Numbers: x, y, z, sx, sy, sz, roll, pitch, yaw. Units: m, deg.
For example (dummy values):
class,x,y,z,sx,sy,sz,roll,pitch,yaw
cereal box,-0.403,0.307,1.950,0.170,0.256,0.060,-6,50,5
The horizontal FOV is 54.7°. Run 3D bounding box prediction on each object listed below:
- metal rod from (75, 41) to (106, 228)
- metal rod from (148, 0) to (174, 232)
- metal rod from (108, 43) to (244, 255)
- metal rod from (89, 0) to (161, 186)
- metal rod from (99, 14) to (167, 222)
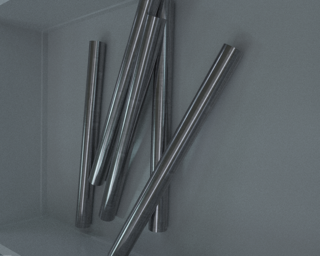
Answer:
class,x,y,z,sx,sy,sz,roll,pitch,yaw
metal rod,-0.113,0.013,0.500,0.025,0.025,0.298,9,96,39
metal rod,0.002,-0.016,0.405,0.025,0.025,0.298,3,92,40
metal rod,0.012,0.041,0.372,0.025,0.025,0.298,37,105,34
metal rod,-0.053,-0.045,0.433,0.025,0.025,0.298,36,118,34
metal rod,-0.043,0.001,0.422,0.025,0.025,0.298,32,116,35
